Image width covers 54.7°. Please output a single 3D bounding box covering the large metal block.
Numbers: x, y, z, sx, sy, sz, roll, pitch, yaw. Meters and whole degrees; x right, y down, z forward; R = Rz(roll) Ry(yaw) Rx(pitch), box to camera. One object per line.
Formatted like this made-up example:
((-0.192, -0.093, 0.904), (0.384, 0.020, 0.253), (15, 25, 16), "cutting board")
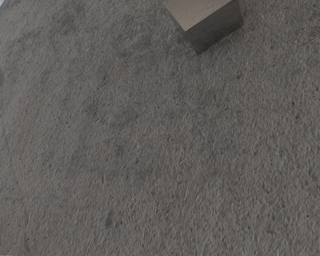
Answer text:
((0.064, -0.168, 0.457), (0.080, 0.050, 0.080), (-32, 52, 7), "large metal block")
